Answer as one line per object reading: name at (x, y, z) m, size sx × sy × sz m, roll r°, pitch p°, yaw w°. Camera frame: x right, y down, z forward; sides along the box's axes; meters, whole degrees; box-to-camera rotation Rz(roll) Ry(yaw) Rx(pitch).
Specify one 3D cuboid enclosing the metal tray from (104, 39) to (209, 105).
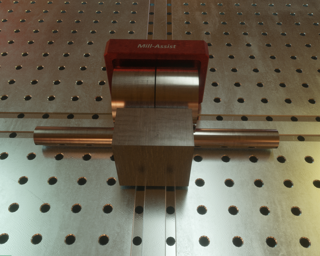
metal tray at (-0.004, -0.074, 0.423) m, size 0.131 × 0.089 × 0.030 m, roll 1°, pitch 50°, yaw 0°

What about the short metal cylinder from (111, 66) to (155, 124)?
short metal cylinder at (-0.031, -0.040, 0.401) m, size 0.050 × 0.080 × 0.080 m, roll 1°, pitch 50°, yaw 0°

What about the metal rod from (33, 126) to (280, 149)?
metal rod at (-0.004, 0.012, 0.392) m, size 0.302 × 0.025 × 0.025 m, roll 1°, pitch 50°, yaw 0°

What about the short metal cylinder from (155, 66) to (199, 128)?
short metal cylinder at (0.021, -0.039, 0.401) m, size 0.050 × 0.080 × 0.080 m, roll 1°, pitch 50°, yaw 1°

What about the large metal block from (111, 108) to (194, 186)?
large metal block at (-0.006, 0.023, 0.347) m, size 0.081 × 0.080 × 0.050 m, roll 1°, pitch 50°, yaw 0°
